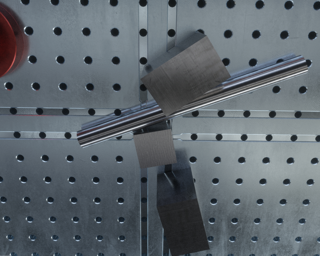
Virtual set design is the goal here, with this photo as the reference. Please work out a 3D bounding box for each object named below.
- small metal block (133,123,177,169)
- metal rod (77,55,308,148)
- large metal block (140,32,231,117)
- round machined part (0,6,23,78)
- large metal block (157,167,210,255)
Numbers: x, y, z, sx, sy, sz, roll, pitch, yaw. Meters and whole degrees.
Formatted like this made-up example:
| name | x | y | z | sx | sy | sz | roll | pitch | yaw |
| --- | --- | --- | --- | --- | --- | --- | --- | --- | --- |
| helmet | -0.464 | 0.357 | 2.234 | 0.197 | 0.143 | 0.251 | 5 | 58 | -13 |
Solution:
| name | x | y | z | sx | sy | sz | roll | pitch | yaw |
| --- | --- | --- | --- | --- | --- | --- | --- | --- | --- |
| small metal block | -0.006 | 0.024 | 0.422 | 0.050 | 0.025 | 0.050 | -10 | 110 | 3 |
| metal rod | 0.036 | -0.032 | 0.401 | 0.301 | 0.025 | 0.025 | -18 | 109 | 6 |
| large metal block | 0.027 | -0.066 | 0.360 | 0.080 | 0.080 | 0.050 | -31 | 107 | 11 |
| round machined part | -0.220 | -0.102 | 0.365 | 0.099 | 0.042 | 0.097 | 0 | 110 | 0 |
| large metal block | 0.030 | 0.112 | 0.426 | 0.050 | 0.080 | 0.080 | -13 | 110 | 5 |
